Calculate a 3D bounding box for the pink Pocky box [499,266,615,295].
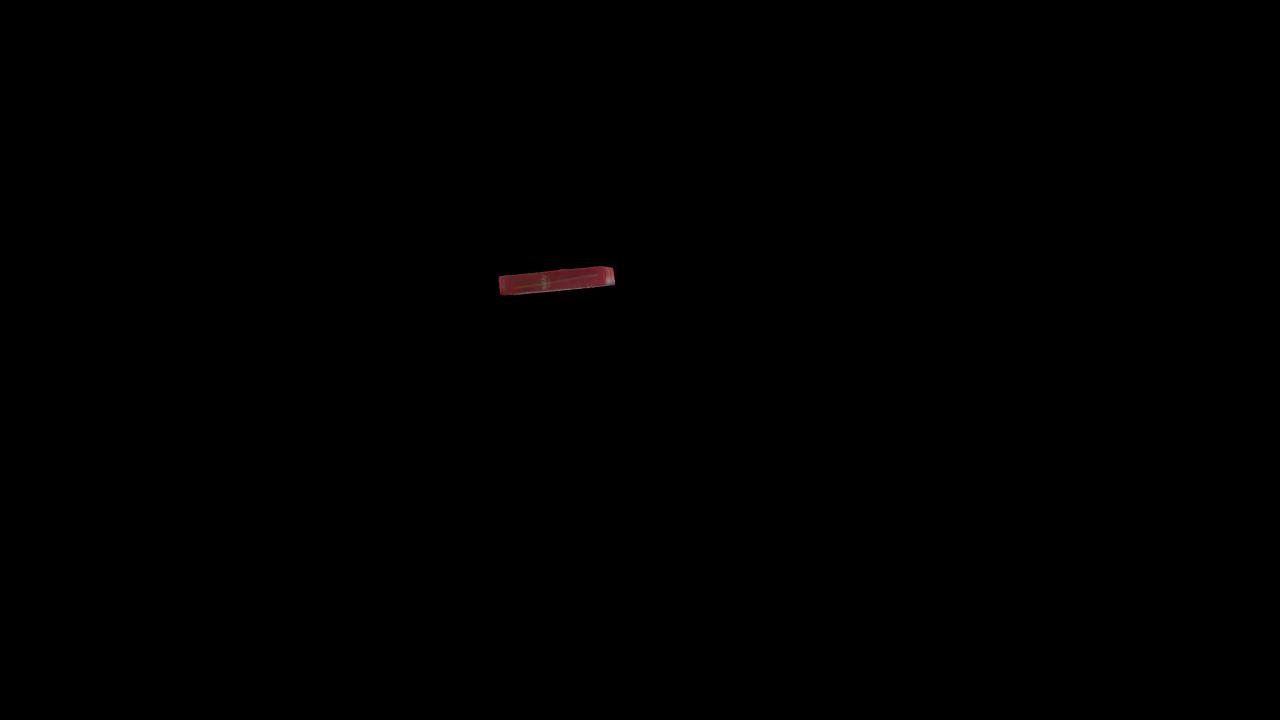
[{"bbox_3d":[-0.118,-0.115,0.895,0.155,0.029,0.084,-5,6,7],"label":"pink Pocky box"}]
